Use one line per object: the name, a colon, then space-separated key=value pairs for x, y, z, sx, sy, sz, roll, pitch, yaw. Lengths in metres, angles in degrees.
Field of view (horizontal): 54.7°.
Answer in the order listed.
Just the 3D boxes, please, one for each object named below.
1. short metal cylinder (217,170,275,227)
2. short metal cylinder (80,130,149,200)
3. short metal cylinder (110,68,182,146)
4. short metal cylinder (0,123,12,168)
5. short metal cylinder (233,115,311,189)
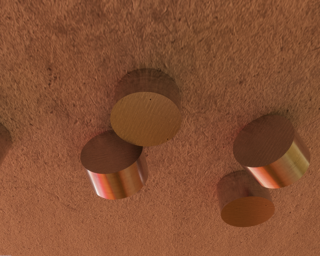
short metal cylinder: x=0.133 y=0.112 z=0.487 sx=0.081 sy=0.050 sz=0.079 roll=0 pitch=130 yaw=0
short metal cylinder: x=-0.058 y=0.047 z=0.410 sx=0.080 sy=0.080 sz=0.050 roll=-5 pitch=130 yaw=4
short metal cylinder: x=-0.016 y=-0.024 z=0.370 sx=0.081 sy=0.050 sz=0.079 roll=0 pitch=130 yaw=0
short metal cylinder: x=-0.247 y=0.026 z=0.411 sx=0.081 sy=0.050 sz=0.079 roll=0 pitch=130 yaw=0
short metal cylinder: x=0.142 y=0.030 z=0.398 sx=0.080 sy=0.080 sz=0.050 roll=-31 pitch=124 yaw=23
